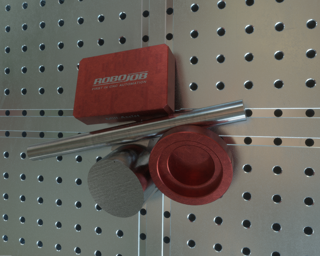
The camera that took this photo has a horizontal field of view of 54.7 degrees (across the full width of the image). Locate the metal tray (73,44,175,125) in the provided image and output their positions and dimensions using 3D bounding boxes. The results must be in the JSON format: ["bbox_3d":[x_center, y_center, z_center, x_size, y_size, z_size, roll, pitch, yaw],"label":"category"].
[{"bbox_3d":[-0.047,-0.056,0.411,0.130,0.030,0.090,-5,70,19],"label":"metal tray"}]

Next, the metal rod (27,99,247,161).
[{"bbox_3d":[-0.044,0.007,0.400,0.301,0.025,0.025,-11,86,19],"label":"metal rod"}]

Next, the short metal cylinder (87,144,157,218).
[{"bbox_3d":[-0.045,0.068,0.402,0.080,0.050,0.079,9,112,22],"label":"short metal cylinder"}]

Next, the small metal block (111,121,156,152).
[{"bbox_3d":[-0.035,0.015,0.433,0.050,0.025,0.050,19,96,18],"label":"small metal block"}]

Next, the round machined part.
[{"bbox_3d":[0.039,0.041,0.377,0.098,0.042,0.097,5,113,13],"label":"round machined part"}]
